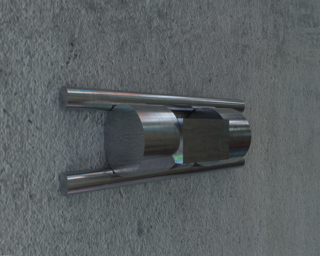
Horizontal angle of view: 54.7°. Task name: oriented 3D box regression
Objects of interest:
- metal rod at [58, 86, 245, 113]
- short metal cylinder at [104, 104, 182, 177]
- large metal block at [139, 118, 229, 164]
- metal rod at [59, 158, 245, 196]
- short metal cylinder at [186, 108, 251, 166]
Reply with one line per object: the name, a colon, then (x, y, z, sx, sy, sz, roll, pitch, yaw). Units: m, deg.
metal rod: (0.015, -0.033, 0.419, 0.302, 0.025, 0.025, -1, 91, -40)
short metal cylinder: (-0.022, 0.013, 0.352, 0.050, 0.080, 0.079, -1, 91, -40)
large metal block: (0.030, 0.014, 0.392, 0.081, 0.080, 0.050, 0, 90, -40)
metal rod: (0.015, 0.057, 0.419, 0.302, 0.025, 0.025, -1, 91, -40)
short metal cylinder: (0.080, 0.012, 0.436, 0.050, 0.080, 0.079, -1, 91, -40)
